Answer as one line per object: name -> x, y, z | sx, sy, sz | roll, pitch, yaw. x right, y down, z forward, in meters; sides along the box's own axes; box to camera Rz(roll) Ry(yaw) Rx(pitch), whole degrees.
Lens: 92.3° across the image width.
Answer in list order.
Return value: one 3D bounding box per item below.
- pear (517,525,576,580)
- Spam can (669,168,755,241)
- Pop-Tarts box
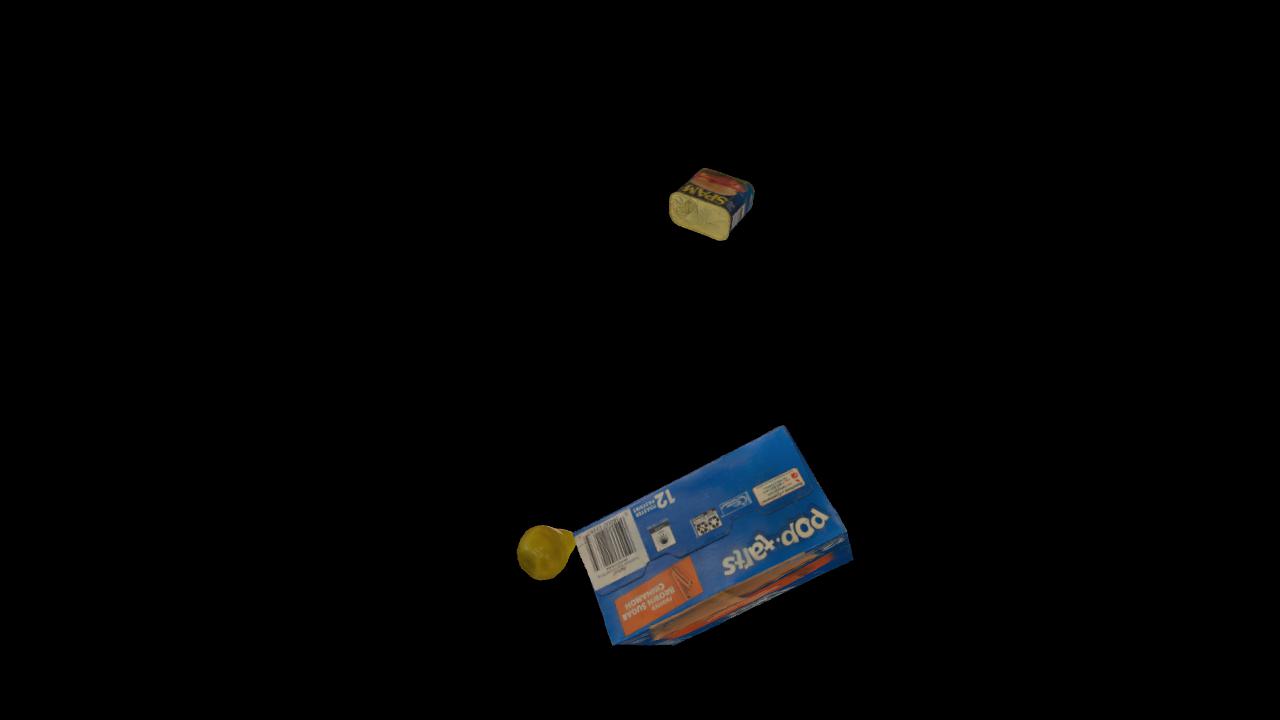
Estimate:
pear -> -0.132, 0.281, 0.939 | 0.080, 0.080, 0.111 | 0, 17, 35
Spam can -> 0.107, -0.232, 0.909 | 0.101, 0.058, 0.085 | 27, 53, 21
Pop-Tarts box -> 0.061, 0.139, 0.457 | 0.167, 0.083, 0.141 | -28, -30, 6
